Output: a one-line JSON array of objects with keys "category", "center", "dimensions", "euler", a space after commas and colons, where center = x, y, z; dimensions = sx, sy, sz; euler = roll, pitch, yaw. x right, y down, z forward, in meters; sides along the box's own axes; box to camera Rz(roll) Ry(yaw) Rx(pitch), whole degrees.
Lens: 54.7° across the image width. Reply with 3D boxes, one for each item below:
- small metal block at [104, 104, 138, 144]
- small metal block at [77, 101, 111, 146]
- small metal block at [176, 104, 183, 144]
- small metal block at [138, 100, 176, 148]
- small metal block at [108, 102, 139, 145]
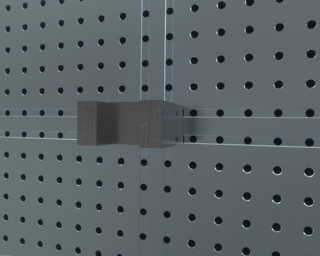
[{"category": "small metal block", "center": [-0.051, -0.005, 0.415], "dimensions": [0.025, 0.050, 0.050], "euler": [1, 90, 20]}, {"category": "small metal block", "center": [-0.073, -0.005, 0.370], "dimensions": [0.025, 0.050, 0.050], "euler": [1, 90, 20]}, {"category": "small metal block", "center": [0.011, -0.004, 0.394], "dimensions": [0.025, 0.050, 0.050], "euler": [-1, 90, 20]}, {"category": "small metal block", "center": [-0.002, -0.004, 0.344], "dimensions": [0.025, 0.050, 0.050], "euler": [1, 90, 20]}, {"category": "small metal block", "center": [-0.033, -0.006, 0.371], "dimensions": [0.050, 0.025, 0.050], "euler": [1, 90, 19]}]
